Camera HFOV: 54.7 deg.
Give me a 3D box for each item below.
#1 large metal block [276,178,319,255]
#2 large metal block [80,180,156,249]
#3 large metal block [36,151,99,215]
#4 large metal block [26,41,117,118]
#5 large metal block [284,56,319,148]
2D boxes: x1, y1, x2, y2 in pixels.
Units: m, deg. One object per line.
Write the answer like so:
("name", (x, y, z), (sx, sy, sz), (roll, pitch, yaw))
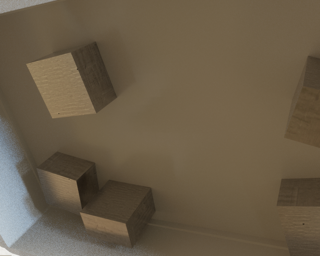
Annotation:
("large metal block", (0.188, 0.105, 0.358), (0.080, 0.050, 0.080), (-8, 115, 32))
("large metal block", (-0.063, 0.132, 0.488), (0.080, 0.080, 0.050), (5, 121, 25))
("large metal block", (-0.155, 0.096, 0.534), (0.080, 0.050, 0.079), (13, 124, 21))
("large metal block", (-0.116, -0.063, 0.415), (0.080, 0.050, 0.080), (-4, 116, 30))
("large metal block", (0.163, -0.020, 0.275), (0.080, 0.080, 0.050), (18, 125, 18))
